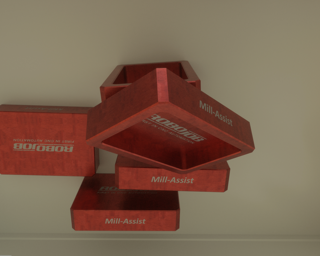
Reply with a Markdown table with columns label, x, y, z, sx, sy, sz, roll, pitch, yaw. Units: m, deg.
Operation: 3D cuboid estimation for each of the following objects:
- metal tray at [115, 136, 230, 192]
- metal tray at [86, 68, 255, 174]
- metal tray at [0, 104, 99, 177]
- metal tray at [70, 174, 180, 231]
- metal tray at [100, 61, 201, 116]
| label | x | y | z | sx | sy | sz | roll | pitch | yaw |
| --- | --- | --- | --- | --- | --- | --- | --- | --- | --- |
| metal tray | 0.014 | 0.043 | 0.392 | 0.131 | 0.090 | 0.030 | 2 | 111 | -1 |
| metal tray | 0.013 | 0.004 | 0.278 | 0.090 | 0.030 | 0.131 | -25 | 146 | 36 |
| metal tray | -0.150 | 0.017 | 0.413 | 0.131 | 0.030 | 0.089 | 2 | 110 | -1 |
| metal tray | -0.042 | 0.095 | 0.411 | 0.131 | 0.090 | 0.030 | 1 | 110 | -1 |
| metal tray | -0.008 | -0.047 | 0.338 | 0.091 | 0.130 | 0.030 | -4 | 110 | 1 |
